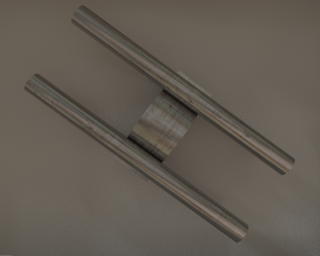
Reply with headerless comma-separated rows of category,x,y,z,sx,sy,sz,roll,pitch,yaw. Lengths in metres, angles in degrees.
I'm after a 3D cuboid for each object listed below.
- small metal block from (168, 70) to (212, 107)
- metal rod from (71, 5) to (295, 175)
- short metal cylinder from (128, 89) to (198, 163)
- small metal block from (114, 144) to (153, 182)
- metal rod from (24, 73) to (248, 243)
small metal block,0.035,-0.045,0.397,0.050,0.050,0.025,37,90,-1
metal rod,0.027,-0.043,0.360,0.301,0.025,0.025,36,90,-1
short metal cylinder,0.003,-0.003,0.382,0.050,0.080,0.080,37,90,-1
small metal block,-0.028,0.040,0.397,0.050,0.050,0.025,37,90,-1
metal rod,-0.027,0.035,0.361,0.301,0.025,0.025,36,90,0
